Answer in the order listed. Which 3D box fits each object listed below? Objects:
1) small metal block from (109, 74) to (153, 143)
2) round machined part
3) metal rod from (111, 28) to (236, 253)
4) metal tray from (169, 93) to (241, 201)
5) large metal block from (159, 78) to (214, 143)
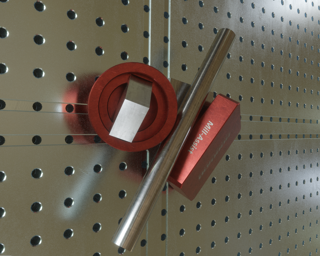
[{"bbox_3d":[-0.031,-0.022,0.332,0.025,0.050,0.050,21,37,-13],"label":"small metal block"},{"bbox_3d":[-0.033,-0.023,0.355,0.099,0.042,0.097,-1,93,-15],"label":"round machined part"},{"bbox_3d":[0.026,-0.003,0.368,0.025,0.025,0.300,42,64,-32],"label":"metal rod"},{"bbox_3d":[0.061,0.029,0.415,0.130,0.030,0.090,-53,154,-11],"label":"metal tray"},{"bbox_3d":[0.022,-0.015,0.413,0.081,0.050,0.080,12,83,-40],"label":"large metal block"}]
